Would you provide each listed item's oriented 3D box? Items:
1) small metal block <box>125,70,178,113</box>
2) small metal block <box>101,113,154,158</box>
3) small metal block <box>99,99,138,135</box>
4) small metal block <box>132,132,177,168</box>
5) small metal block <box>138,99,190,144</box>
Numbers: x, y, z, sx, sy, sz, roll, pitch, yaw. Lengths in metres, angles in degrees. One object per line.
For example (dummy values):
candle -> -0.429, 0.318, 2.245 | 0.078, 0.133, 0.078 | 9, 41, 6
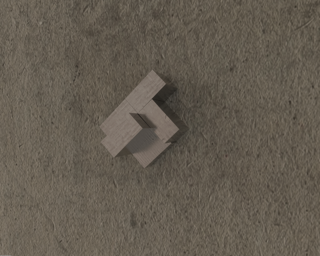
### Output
small metal block -> -0.010, -0.044, 0.399 | 0.050, 0.050, 0.025 | -45, 76, 14
small metal block -> -0.036, 0.008, 0.382 | 0.050, 0.050, 0.025 | -45, 76, 14
small metal block -> -0.044, -0.010, 0.411 | 0.050, 0.050, 0.025 | -45, 76, 14
small metal block -> -0.015, 0.018, 0.415 | 0.050, 0.025, 0.050 | -44, 77, 14
small metal block -> 0.006, -0.008, 0.394 | 0.025, 0.050, 0.050 | -45, 77, 14
